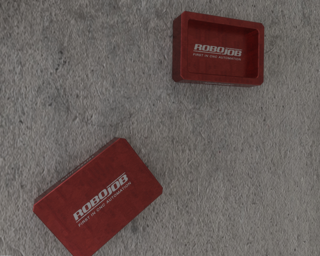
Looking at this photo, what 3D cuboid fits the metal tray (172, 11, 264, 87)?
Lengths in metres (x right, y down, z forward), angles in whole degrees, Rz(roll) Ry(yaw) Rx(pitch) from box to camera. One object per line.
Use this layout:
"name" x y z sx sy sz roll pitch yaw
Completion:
"metal tray" 0.084 -0.107 0.436 0.131 0.030 0.089 1 90 -20

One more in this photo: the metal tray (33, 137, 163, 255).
"metal tray" -0.073 0.084 0.380 0.131 0.030 0.090 -39 103 -16
